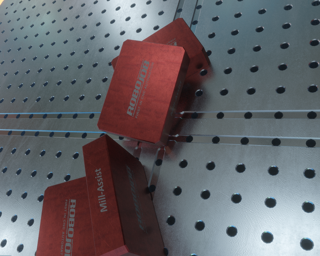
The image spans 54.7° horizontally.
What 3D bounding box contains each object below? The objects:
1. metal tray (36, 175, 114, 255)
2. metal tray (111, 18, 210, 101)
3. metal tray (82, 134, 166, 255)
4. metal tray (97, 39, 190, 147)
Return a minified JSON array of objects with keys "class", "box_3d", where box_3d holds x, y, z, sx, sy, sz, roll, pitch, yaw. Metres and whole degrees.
[{"class":"metal tray","box_3d":[-0.103,0.128,0.379,0.090,0.030,0.130,-17,55,17]},{"class":"metal tray","box_3d":[-0.003,-0.100,0.466,0.130,0.030,0.090,-30,52,8]},{"class":"metal tray","box_3d":[-0.039,0.081,0.335,0.030,0.090,0.130,-27,53,11]},{"class":"metal tray","box_3d":[-0.021,-0.048,0.413,0.090,0.030,0.129,13,82,19]}]
